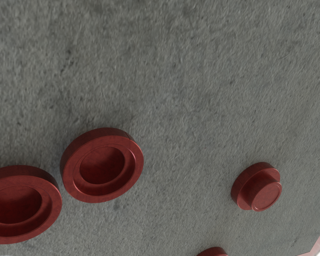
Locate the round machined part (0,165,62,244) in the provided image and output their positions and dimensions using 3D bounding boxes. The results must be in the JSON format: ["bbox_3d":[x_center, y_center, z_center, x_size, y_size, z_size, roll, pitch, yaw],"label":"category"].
[{"bbox_3d":[-0.167,0.082,0.356,0.099,0.042,0.097,-14,125,-21],"label":"round machined part"}]

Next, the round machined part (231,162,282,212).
[{"bbox_3d":[0.184,0.114,0.570,0.099,0.042,0.097,-14,125,-21],"label":"round machined part"}]

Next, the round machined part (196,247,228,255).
[{"bbox_3d":[0.105,0.298,0.641,0.099,0.042,0.097,-14,125,-21],"label":"round machined part"}]

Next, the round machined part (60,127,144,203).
[{"bbox_3d":[-0.073,0.041,0.383,0.099,0.042,0.097,-14,125,-21],"label":"round machined part"}]
